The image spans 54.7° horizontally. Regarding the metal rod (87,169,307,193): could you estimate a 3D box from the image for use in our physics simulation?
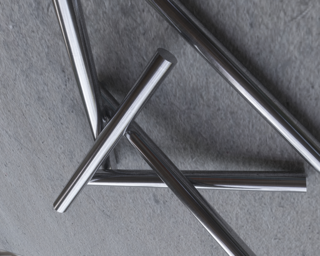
[{"bbox_3d":[0.029,0.069,0.413,0.301,0.025,0.025,-2,117,22],"label":"metal rod"}]

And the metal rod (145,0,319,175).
[{"bbox_3d":[0.077,-0.060,0.328,0.300,0.025,0.025,44,129,-3],"label":"metal rod"}]

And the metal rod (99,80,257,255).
[{"bbox_3d":[0.008,0.053,0.392,0.300,0.025,0.025,48,130,11],"label":"metal rod"}]

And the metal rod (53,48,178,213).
[{"bbox_3d":[-0.073,0.022,0.400,0.025,0.025,0.298,40,122,1],"label":"metal rod"}]

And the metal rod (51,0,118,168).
[{"bbox_3d":[-0.082,-0.032,0.374,0.025,0.025,0.298,19,143,17],"label":"metal rod"}]
